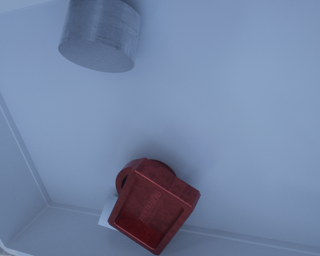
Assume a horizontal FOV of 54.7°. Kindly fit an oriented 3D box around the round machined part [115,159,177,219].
[{"bbox_3d":[-0.012,0.085,0.456,0.098,0.042,0.097,13,124,20],"label":"round machined part"}]

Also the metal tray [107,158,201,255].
[{"bbox_3d":[-0.013,0.111,0.424,0.090,0.030,0.129,31,128,7],"label":"metal tray"}]

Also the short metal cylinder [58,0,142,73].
[{"bbox_3d":[-0.064,-0.099,0.336,0.080,0.080,0.050,3,78,26],"label":"short metal cylinder"}]

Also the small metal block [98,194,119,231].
[{"bbox_3d":[-0.067,0.142,0.511,0.050,0.050,0.025,10,161,22],"label":"small metal block"}]
